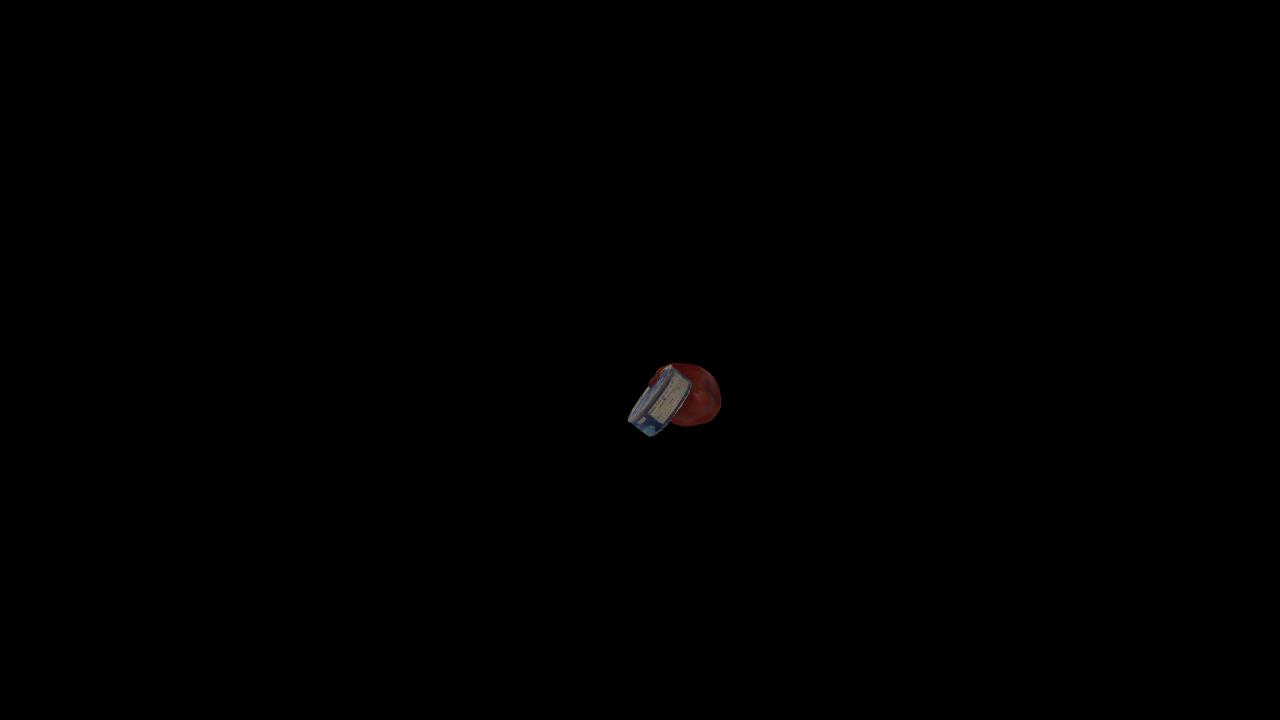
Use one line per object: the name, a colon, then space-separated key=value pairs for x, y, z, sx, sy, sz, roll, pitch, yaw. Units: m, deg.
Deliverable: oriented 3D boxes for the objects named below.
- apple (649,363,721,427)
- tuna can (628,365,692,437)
apple: x=0.058 y=0.043 z=0.766 sx=0.093 sy=0.079 sz=0.079 roll=36 pitch=-19 yaw=-27
tuna can: x=0.024 y=0.048 z=0.723 sx=0.034 sy=0.084 sz=0.084 roll=38 pitch=-4 yaw=-6
